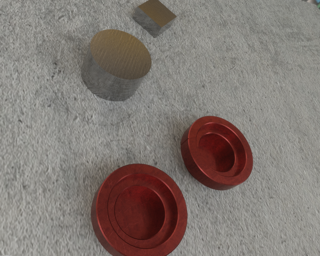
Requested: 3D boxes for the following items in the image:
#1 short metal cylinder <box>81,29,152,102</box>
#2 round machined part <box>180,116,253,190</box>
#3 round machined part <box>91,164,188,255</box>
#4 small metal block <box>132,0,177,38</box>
[{"bbox_3d":[-0.058,-0.082,0.408,0.081,0.050,0.080,14,56,-21],"label":"short metal cylinder"},{"bbox_3d":[0.070,0.036,0.411,0.099,0.042,0.098,14,56,-21],"label":"round machined part"},{"bbox_3d":[-0.024,0.090,0.326,0.099,0.042,0.098,14,56,-21],"label":"round machined part"},{"bbox_3d":[-0.009,-0.183,0.513,0.050,0.025,0.050,42,51,0],"label":"small metal block"}]
